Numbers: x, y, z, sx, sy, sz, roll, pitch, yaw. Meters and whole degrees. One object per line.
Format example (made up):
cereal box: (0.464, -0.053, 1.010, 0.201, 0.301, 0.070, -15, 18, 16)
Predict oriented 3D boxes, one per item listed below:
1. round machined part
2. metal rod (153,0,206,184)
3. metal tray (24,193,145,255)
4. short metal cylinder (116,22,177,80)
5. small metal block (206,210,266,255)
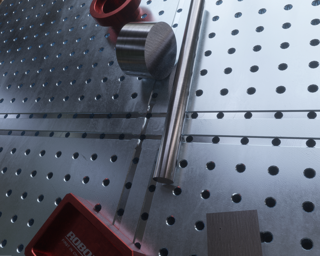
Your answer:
round machined part: (-0.077, -0.223, 0.573, 0.098, 0.042, 0.098, -13, 56, 20)
metal rod: (0.033, -0.069, 0.432, 0.025, 0.025, 0.299, -2, 61, 27)
metal tray: (-0.091, 0.147, 0.360, 0.130, 0.030, 0.090, 28, 77, 37)
short metal cylinder: (-0.018, -0.113, 0.450, 0.050, 0.080, 0.080, 12, 68, 33)
small metal block: (0.074, 0.110, 0.302, 0.050, 0.025, 0.050, -11, 57, 22)
